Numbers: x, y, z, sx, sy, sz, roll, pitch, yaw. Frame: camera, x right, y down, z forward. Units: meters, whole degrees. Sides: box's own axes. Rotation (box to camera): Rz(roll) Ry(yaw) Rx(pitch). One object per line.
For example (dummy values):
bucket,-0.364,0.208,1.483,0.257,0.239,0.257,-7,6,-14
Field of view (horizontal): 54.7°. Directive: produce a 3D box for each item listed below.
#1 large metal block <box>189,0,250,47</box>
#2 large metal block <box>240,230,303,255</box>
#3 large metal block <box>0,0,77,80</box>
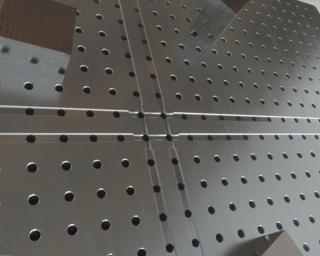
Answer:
large metal block,0.109,-0.207,0.561,0.050,0.080,0.080,40,51,-1
large metal block,0.131,0.179,0.356,0.081,0.050,0.080,-25,76,-37
large metal block,-0.152,-0.115,0.381,0.081,0.050,0.080,11,57,-23
